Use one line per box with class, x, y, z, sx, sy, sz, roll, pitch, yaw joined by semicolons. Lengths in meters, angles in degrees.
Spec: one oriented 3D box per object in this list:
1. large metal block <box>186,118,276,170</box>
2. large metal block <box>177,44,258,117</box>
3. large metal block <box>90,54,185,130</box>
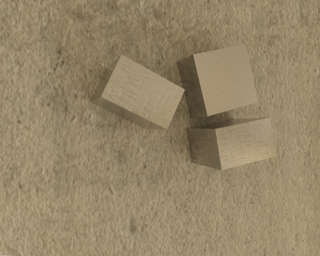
large metal block;0.092;0.018;0.415;0.081;0.080;0.050;-11;94;-20
large metal block;0.079;-0.064;0.426;0.081;0.050;0.080;-16;96;-20
large metal block;-0.030;-0.038;0.369;0.080;0.080;0.050;26;81;-19
